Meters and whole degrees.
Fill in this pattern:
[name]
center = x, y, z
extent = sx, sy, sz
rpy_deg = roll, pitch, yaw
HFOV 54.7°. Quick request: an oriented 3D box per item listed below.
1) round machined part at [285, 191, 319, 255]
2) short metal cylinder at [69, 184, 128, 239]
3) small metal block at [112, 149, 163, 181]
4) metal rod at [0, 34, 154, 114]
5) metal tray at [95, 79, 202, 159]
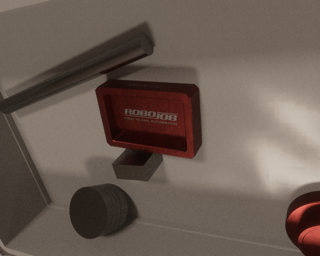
[round machined part]
center = 0.202, 0.126, 0.369
extent = 0.098, 0.042, 0.097
rpy_deg = 13, 124, 20
[short metal cylinder]
center = -0.100, 0.133, 0.503
extent = 0.080, 0.050, 0.080
rpy_deg = -2, 86, 31
[small metal block]
center = -0.031, 0.048, 0.437
extent = 0.050, 0.050, 0.025
rpy_deg = 0, 118, 28
[metal rod]
center = -0.137, -0.065, 0.437
extent = 0.300, 0.025, 0.025
rpy_deg = -14, 111, 33
[metal tray]
center = -0.014, -0.013, 0.403
extent = 0.130, 0.030, 0.089
rpy_deg = 7, 122, 24
